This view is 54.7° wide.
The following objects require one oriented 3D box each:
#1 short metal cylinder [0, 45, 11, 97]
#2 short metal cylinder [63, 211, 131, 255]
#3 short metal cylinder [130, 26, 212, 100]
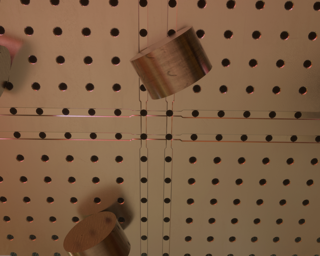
[{"bbox_3d":[-0.217,-0.065,0.358,0.050,0.080,0.079,18,109,-7],"label":"short metal cylinder"},{"bbox_3d":[-0.089,0.166,0.444,0.080,0.080,0.050,-20,109,7],"label":"short metal cylinder"},{"bbox_3d":[0.013,-0.075,0.356,0.080,0.080,0.050,-27,108,9],"label":"short metal cylinder"}]
